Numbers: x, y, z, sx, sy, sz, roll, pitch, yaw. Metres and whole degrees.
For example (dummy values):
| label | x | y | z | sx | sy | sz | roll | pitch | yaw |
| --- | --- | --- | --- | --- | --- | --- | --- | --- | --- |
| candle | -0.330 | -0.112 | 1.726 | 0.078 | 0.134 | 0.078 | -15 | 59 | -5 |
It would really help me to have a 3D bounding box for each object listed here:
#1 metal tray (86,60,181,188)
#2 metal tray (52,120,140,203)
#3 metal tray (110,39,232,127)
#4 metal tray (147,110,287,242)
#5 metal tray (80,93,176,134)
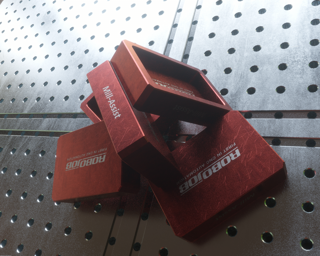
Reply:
| label | x | y | z | sx | sy | sz | roll | pitch | yaw |
| --- | --- | --- | --- | --- | --- | --- | --- | --- | --- |
| metal tray | -0.030 | -0.006 | 0.345 | 0.030 | 0.090 | 0.130 | -33 | 52 | 6 |
| metal tray | -0.082 | 0.043 | 0.389 | 0.130 | 0.030 | 0.090 | -17 | 65 | 36 |
| metal tray | 0.016 | -0.049 | 0.362 | 0.030 | 0.131 | 0.090 | -53 | 46 | 28 |
| metal tray | 0.058 | 0.050 | 0.342 | 0.130 | 0.030 | 0.090 | -35 | 51 | 4 |
| metal tray | -0.048 | -0.025 | 0.443 | 0.090 | 0.030 | 0.130 | -45 | 51 | -4 |
